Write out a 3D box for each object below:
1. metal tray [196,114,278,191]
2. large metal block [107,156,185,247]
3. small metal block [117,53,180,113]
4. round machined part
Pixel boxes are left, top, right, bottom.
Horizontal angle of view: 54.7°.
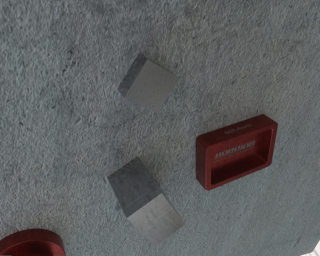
[{"bbox_3d":[0.121,0.038,0.493,0.131,0.030,0.089,-17,126,-19],"label":"metal tray"},{"bbox_3d":[-0.019,0.099,0.422,0.050,0.080,0.080,-35,129,-5],"label":"large metal block"},{"bbox_3d":[-0.014,-0.052,0.367,0.050,0.025,0.050,24,106,-37],"label":"small metal block"},{"bbox_3d":[-0.177,0.187,0.415,0.099,0.042,0.097,-14,124,-21],"label":"round machined part"}]
